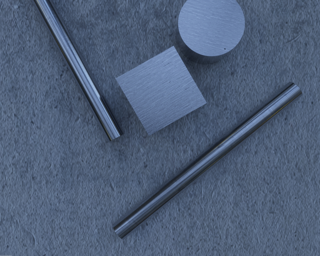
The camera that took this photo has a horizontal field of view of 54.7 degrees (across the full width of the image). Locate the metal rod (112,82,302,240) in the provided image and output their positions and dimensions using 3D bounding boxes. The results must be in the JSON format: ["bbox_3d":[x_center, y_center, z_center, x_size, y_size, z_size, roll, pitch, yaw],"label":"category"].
[{"bbox_3d":[0.062,0.043,0.410,0.300,0.025,0.025,-39,90,0],"label":"metal rod"}]

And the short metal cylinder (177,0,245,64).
[{"bbox_3d":[0.062,-0.126,0.398,0.081,0.050,0.079,0,90,0],"label":"short metal cylinder"}]

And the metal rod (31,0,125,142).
[{"bbox_3d":[-0.128,-0.118,0.408,0.025,0.025,0.299,-28,90,0],"label":"metal rod"}]

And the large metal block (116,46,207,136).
[{"bbox_3d":[0.002,-0.045,0.397,0.080,0.050,0.080,-30,90,0],"label":"large metal block"}]
